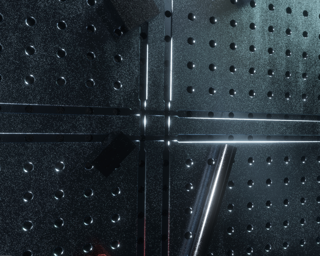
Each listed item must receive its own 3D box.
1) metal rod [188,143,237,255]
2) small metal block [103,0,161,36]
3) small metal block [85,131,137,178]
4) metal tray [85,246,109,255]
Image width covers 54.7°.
[{"bbox_3d":[0.056,0.168,0.434,0.025,0.025,0.299,20,83,-19],"label":"metal rod"},{"bbox_3d":[-0.036,-0.156,0.400,0.050,0.025,0.050,-36,102,-17],"label":"small metal block"},{"bbox_3d":[-0.061,0.030,0.378,0.025,0.050,0.050,46,76,-15],"label":"small metal block"},{"bbox_3d":[-0.095,0.223,0.375,0.130,0.030,0.090,-41,103,-16],"label":"metal tray"}]
